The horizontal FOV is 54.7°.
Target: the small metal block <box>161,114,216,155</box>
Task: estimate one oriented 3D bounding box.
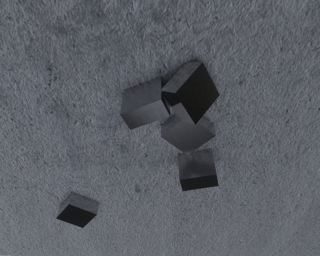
[{"bbox_3d":[0.037,0.003,0.410,0.050,0.025,0.050,36,121,-27],"label":"small metal block"}]

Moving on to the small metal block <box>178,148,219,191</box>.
[{"bbox_3d":[0.054,0.059,0.441,0.050,0.050,0.025,-10,129,8],"label":"small metal block"}]

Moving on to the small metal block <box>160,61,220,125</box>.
[{"bbox_3d":[0.036,-0.040,0.355,0.050,0.025,0.050,-50,127,-19],"label":"small metal block"}]

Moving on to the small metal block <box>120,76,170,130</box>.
[{"bbox_3d":[-0.017,-0.030,0.365,0.050,0.050,0.025,-18,128,15],"label":"small metal block"}]

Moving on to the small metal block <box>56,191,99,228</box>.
[{"bbox_3d":[-0.139,0.139,0.524,0.050,0.025,0.050,29,124,-23],"label":"small metal block"}]
